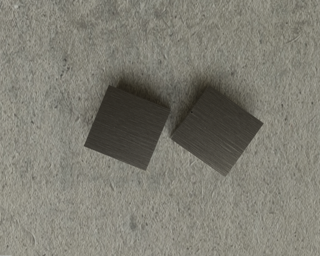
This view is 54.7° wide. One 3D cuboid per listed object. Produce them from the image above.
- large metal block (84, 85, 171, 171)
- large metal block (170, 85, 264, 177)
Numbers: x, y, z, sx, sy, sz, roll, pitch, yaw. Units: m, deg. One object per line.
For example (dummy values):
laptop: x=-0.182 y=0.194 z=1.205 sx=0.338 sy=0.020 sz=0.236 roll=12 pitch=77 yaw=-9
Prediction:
large metal block: x=-0.039 y=0.000 z=0.397 sx=0.080 sy=0.050 sz=0.080 roll=22 pitch=90 yaw=0
large metal block: x=0.069 y=0.004 z=0.398 sx=0.080 sy=0.050 sz=0.080 roll=35 pitch=90 yaw=0
